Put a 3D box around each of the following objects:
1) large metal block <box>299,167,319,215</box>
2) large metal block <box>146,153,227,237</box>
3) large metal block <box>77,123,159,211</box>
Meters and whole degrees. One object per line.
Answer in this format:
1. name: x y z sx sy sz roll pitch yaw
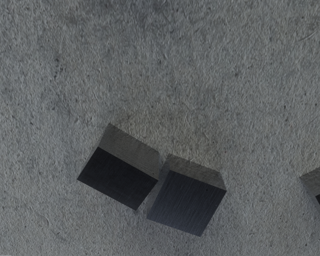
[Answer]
1. large metal block: 0.258 0.092 0.432 0.080 0.050 0.080 -31 107 10
2. large metal block: 0.034 0.093 0.431 0.080 0.050 0.079 21 109 -8
3. large metal block: -0.049 0.047 0.397 0.080 0.080 0.050 31 107 -11
